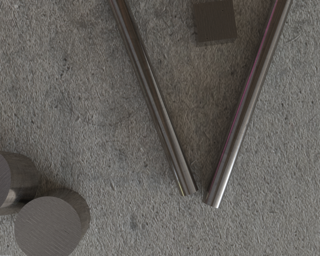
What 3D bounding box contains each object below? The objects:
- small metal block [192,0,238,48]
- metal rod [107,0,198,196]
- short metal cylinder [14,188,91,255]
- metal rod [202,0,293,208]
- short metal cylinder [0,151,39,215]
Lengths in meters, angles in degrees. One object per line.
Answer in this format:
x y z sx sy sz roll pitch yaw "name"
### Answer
0.072 -0.138 0.410 0.050 0.025 0.050 -8 90 0 "small metal block"
-0.013 -0.055 0.409 0.025 0.025 0.299 -21 90 0 "metal rod"
-0.135 0.122 0.396 0.081 0.050 0.079 0 90 0 "short metal cylinder"
0.117 -0.040 0.410 0.025 0.025 0.299 19 90 0 "metal rod"
-0.202 0.068 0.385 0.080 0.050 0.080 -3 79 14 "short metal cylinder"
